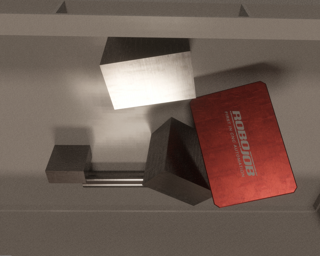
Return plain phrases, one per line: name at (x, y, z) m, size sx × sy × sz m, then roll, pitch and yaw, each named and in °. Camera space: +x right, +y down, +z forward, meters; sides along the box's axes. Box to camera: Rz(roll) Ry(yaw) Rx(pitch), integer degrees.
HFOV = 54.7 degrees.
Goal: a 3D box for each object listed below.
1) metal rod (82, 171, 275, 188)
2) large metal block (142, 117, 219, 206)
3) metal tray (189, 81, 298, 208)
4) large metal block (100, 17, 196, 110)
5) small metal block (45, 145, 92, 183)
metal rod at (0.035, 0.079, 0.476) m, size 0.302 × 0.025 × 0.025 m, roll 0°, pitch 130°, yaw -1°
large metal block at (0.030, 0.045, 0.406) m, size 0.080 × 0.080 × 0.050 m, roll 27°, pitch 139°, yaw -21°
metal tray at (0.093, 0.019, 0.362) m, size 0.090 × 0.129 × 0.030 m, roll -14°, pitch 168°, yaw 8°
large metal block at (-0.010, -0.068, 0.315) m, size 0.080 × 0.080 × 0.050 m, roll -8°, pitch 130°, yaw 6°
small metal block at (-0.126, 0.050, 0.433) m, size 0.050 × 0.050 × 0.025 m, roll 1°, pitch 130°, yaw -1°
